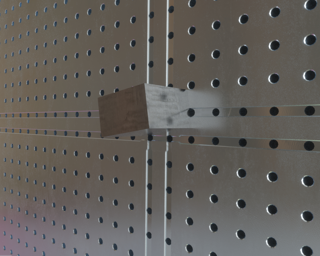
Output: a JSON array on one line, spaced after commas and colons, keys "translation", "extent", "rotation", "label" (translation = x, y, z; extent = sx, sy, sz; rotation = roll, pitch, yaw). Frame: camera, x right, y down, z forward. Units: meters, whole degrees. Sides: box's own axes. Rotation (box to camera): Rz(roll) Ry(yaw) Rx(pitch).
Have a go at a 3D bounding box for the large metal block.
[{"translation": [-0.019, -0.019, 0.390], "extent": [0.080, 0.081, 0.050], "rotation": [-10, 83, 39], "label": "large metal block"}]
